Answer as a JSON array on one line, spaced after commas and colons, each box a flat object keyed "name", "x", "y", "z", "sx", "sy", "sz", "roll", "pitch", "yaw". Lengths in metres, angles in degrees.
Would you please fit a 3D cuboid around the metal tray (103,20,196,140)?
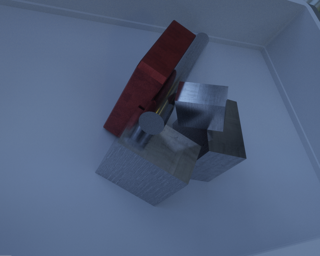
[{"name": "metal tray", "x": -0.015, "y": -0.051, "z": 0.360, "sx": 0.030, "sy": 0.129, "sz": 0.090, "roll": 35, "pitch": 52, "yaw": -5}]

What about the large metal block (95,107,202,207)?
[{"name": "large metal block", "x": -0.015, "y": 0.035, "z": 0.342, "sx": 0.080, "sy": 0.080, "sz": 0.050, "roll": 32, "pitch": 52, "yaw": -8}]

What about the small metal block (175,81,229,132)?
[{"name": "small metal block", "x": 0.045, "y": -0.022, "z": 0.332, "sx": 0.050, "sy": 0.050, "sz": 0.025, "roll": 8, "pitch": 61, "yaw": 13}]

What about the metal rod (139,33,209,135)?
[{"name": "metal rod", "x": 0.032, "y": -0.079, "z": 0.413, "sx": 0.025, "sy": 0.025, "sz": 0.301, "roll": 36, "pitch": 34, "yaw": -5}]

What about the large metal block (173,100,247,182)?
[{"name": "large metal block", "x": 0.058, "y": 0.014, "z": 0.394, "sx": 0.050, "sy": 0.080, "sz": 0.080, "roll": 13, "pitch": 56, "yaw": -22}]
